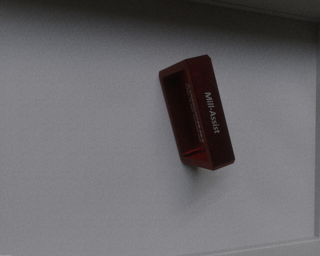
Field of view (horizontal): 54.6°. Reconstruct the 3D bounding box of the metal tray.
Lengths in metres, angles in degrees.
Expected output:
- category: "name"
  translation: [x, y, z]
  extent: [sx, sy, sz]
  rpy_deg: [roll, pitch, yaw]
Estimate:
- category: "metal tray"
  translation: [0.043, -0.017, 0.388]
  extent: [0.030, 0.090, 0.129]
  rpy_deg: [-17, 96, -20]
